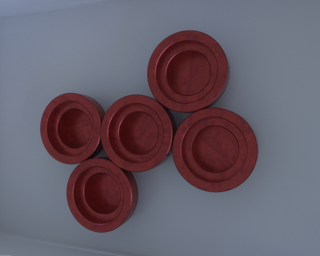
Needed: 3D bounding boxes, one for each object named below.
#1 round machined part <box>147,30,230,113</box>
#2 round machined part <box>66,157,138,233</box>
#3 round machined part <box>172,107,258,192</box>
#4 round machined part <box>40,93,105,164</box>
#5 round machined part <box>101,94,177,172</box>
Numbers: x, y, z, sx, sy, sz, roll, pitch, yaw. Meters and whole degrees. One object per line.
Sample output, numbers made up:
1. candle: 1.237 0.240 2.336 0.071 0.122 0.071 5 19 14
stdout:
1. round machined part: 0.037 -0.067 0.386 0.098 0.042 0.097 0 90 20
2. round machined part: -0.074 0.088 0.424 0.098 0.042 0.097 0 90 20
3. round machined part: 0.068 0.025 0.375 0.098 0.042 0.097 0 90 20
4. round machined part: -0.116 0.001 0.440 0.098 0.042 0.097 0 90 20
5. round machined part: -0.024 0.007 0.406 0.098 0.042 0.097 0 90 20
